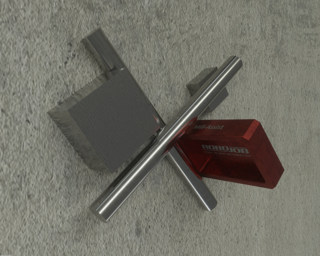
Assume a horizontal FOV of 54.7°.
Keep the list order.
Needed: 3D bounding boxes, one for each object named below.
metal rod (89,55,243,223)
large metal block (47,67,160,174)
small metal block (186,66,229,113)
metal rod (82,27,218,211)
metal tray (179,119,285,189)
[{"bbox_3d":[0.025,-0.005,0.396,0.301,0.025,0.025,-47,118,-30],"label":"metal rod"},{"bbox_3d":[-0.059,-0.009,0.341,0.080,0.050,0.080,-44,117,-31],"label":"large metal block"},{"bbox_3d":[0.073,-0.058,0.469,0.050,0.025,0.050,-43,116,-32],"label":"small metal block"},{"bbox_3d":[0.000,0.006,0.408,0.025,0.025,0.299,-50,120,-29],"label":"metal rod"},{"bbox_3d":[0.084,0.032,0.410,0.030,0.130,0.090,-50,120,-28],"label":"metal tray"}]
